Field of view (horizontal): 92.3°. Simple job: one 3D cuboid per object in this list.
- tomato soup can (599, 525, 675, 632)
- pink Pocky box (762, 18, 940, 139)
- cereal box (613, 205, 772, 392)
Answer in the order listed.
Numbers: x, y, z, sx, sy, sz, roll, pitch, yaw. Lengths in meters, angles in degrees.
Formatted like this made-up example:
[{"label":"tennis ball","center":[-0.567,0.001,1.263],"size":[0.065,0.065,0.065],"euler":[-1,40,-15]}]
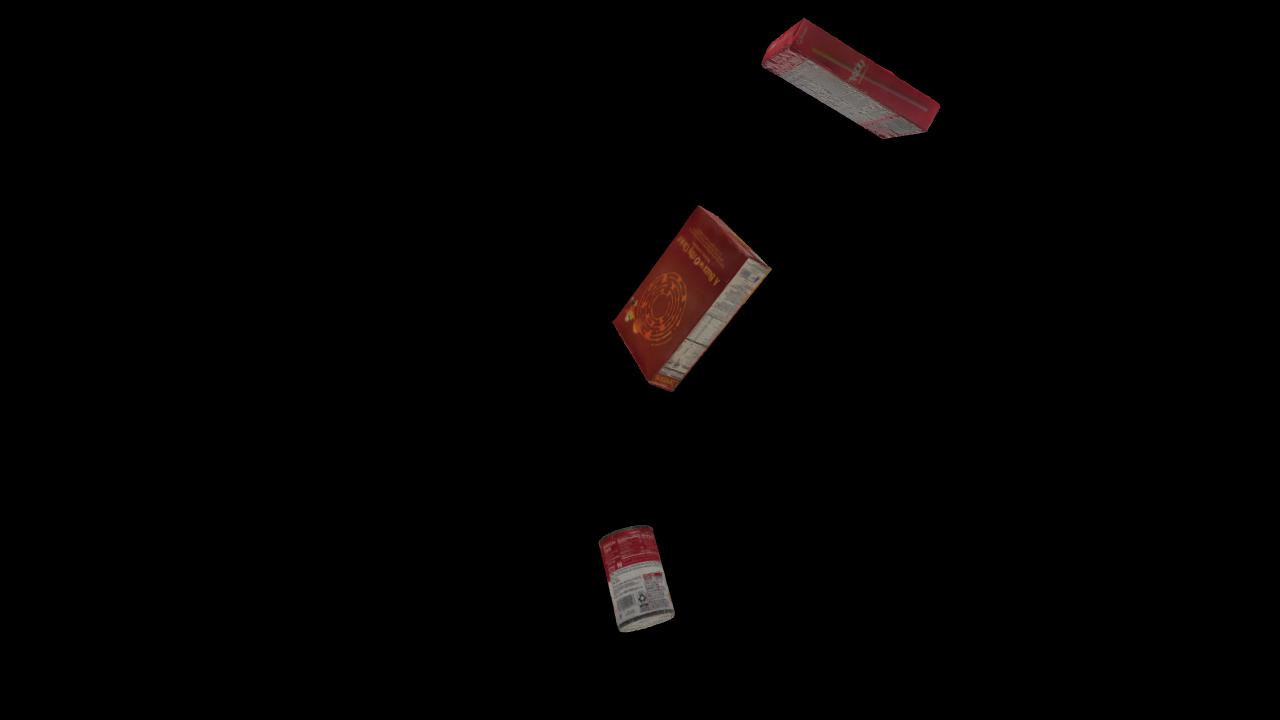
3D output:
[{"label":"tomato soup can","center":[-0.004,0.250,0.705],"size":[0.068,0.101,0.068],"euler":[-13,-32,-8]},{"label":"pink Pocky box","center":[0.196,-0.261,0.582],"size":[0.155,0.029,0.084],"euler":[25,10,-12]},{"label":"cereal box","center":[0.087,-0.118,1.186],"size":[0.081,0.306,0.203],"euler":[19,27,-38]}]
